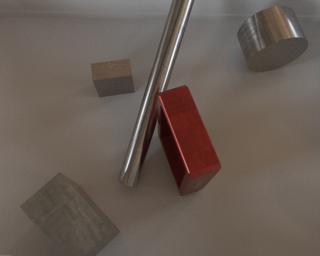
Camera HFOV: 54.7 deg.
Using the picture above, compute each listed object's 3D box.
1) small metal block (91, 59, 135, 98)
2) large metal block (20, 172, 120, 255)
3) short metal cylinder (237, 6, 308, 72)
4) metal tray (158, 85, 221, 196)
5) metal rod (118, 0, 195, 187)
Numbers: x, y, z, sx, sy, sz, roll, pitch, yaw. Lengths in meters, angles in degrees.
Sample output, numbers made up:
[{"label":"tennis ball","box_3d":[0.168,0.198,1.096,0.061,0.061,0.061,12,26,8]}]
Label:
[{"label":"small metal block","box_3d":[-0.062,-0.067,0.420,0.050,0.050,0.025,-9,71,-4]},{"label":"large metal block","box_3d":[-0.094,0.102,0.342,0.050,0.080,0.080,-43,76,-14]},{"label":"short metal cylinder","box_3d":[0.153,-0.120,0.426,0.081,0.080,0.050,-12,71,-5]},{"label":"metal tray","box_3d":[0.026,0.021,0.346,0.030,0.130,0.090,-18,71,-7]},{"label":"metal rod","box_3d":[0.004,-0.074,0.374,0.025,0.025,0.298,18,95,6]}]
